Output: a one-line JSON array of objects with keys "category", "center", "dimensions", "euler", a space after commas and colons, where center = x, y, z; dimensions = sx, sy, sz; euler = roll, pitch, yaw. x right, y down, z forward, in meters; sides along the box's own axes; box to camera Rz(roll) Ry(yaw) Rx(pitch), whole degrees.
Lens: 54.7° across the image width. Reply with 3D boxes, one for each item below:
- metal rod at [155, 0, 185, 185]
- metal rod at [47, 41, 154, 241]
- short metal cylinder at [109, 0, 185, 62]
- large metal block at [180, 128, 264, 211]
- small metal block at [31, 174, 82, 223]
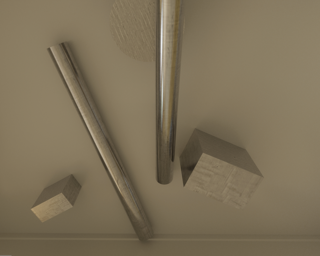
[{"category": "metal rod", "center": [0.007, -0.034, 0.332], "dimensions": [0.025, 0.025, 0.298], "euler": [0, 136, -1]}, {"category": "metal rod", "center": [-0.073, 0.031, 0.421], "dimensions": [0.025, 0.025, 0.298], "euler": [-19, 109, 6]}, {"category": "short metal cylinder", "center": [-0.014, -0.119, 0.354], "dimensions": [0.081, 0.050, 0.079], "euler": [0, 110, -1]}, {"category": "large metal block", "center": [0.075, 0.050, 0.402], "dimensions": [0.080, 0.080, 0.050], "euler": [23, 108, -9]}, {"category": "small metal block", "center": [-0.143, 0.097, 0.432], "dimensions": [0.050, 0.050, 0.025], "euler": [-28, 108, 9]}]
